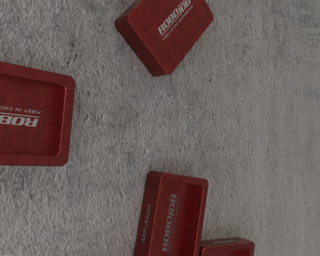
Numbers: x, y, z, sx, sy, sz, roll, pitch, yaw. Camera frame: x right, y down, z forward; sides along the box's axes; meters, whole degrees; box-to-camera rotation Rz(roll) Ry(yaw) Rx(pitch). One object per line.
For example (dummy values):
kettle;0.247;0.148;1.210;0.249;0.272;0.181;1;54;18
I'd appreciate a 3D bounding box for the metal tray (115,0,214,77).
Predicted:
metal tray;0.011;-0.143;0.410;0.090;0.030;0.130;50;60;-28

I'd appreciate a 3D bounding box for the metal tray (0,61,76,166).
metal tray;-0.147;-0.013;0.277;0.131;0.030;0.089;7;86;-40

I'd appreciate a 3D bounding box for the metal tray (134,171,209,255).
metal tray;0.017;0.128;0.415;0.091;0.030;0.129;15;80;-39

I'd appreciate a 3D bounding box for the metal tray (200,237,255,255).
metal tray;0.094;0.222;0.479;0.131;0.030;0.090;13;82;-39
